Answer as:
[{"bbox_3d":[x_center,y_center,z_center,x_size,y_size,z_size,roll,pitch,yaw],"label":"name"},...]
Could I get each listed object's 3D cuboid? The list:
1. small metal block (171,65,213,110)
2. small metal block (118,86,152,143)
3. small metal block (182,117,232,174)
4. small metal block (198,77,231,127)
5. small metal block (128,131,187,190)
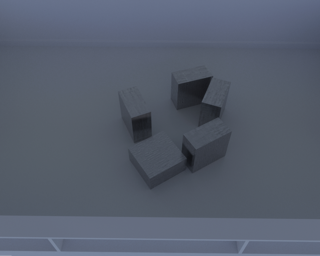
[{"bbox_3d":[0.044,-0.057,0.437,0.050,0.050,0.025,-15,52,-12],"label":"small metal block"},{"bbox_3d":[-0.032,-0.017,0.403,0.025,0.050,0.050,-19,53,-15],"label":"small metal block"},{"bbox_3d":[0.054,0.021,0.371,0.050,0.050,0.025,-25,55,-19],"label":"small metal block"},{"bbox_3d":[0.073,-0.030,0.415,0.025,0.050,0.050,17,52,14],"label":"small metal block"},{"bbox_3d":[-0.003,0.038,0.373,0.050,0.025,0.050,-26,55,-20],"label":"small metal block"}]
